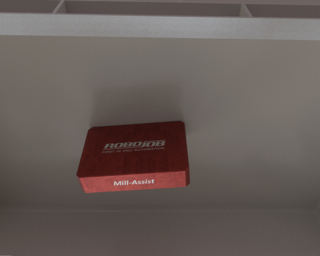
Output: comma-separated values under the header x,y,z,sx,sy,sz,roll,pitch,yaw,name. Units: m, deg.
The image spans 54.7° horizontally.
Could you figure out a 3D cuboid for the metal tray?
x,y,z,sx,sy,sz,roll,pitch,yaw,name
-0.031,0.034,0.395,0.131,0.090,0.030,-4,130,3,metal tray
